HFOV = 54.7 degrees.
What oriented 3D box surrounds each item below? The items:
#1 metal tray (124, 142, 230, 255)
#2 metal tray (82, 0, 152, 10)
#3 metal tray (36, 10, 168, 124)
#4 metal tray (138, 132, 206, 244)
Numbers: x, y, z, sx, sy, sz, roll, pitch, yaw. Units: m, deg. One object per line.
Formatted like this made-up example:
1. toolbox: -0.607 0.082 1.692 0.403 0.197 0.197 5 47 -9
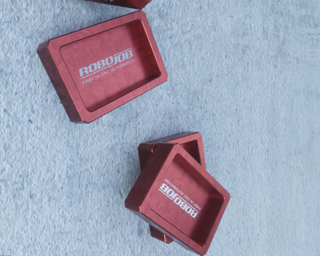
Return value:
1. metal tray: 0.028 0.089 0.384 0.130 0.030 0.090 44 63 -31
2. metal tray: -0.071 -0.181 0.320 0.131 0.030 0.089 -1 90 -26
3. metal tray: -0.057 -0.072 0.352 0.131 0.030 0.090 -34 111 -35
4. metal tray: 0.023 0.076 0.420 0.091 0.030 0.129 -14 99 -39
